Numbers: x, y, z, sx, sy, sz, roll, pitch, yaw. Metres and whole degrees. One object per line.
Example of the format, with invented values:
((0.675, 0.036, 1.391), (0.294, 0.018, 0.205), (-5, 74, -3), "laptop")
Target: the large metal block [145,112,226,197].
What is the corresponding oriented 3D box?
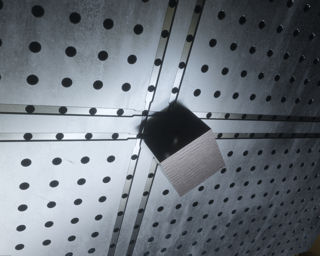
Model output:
((0.038, 0.038, 0.441), (0.080, 0.050, 0.080), (-33, 129, -7), "large metal block")
